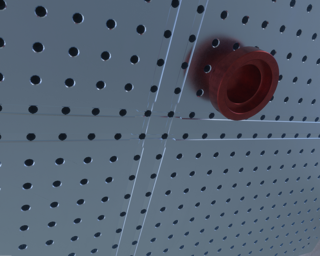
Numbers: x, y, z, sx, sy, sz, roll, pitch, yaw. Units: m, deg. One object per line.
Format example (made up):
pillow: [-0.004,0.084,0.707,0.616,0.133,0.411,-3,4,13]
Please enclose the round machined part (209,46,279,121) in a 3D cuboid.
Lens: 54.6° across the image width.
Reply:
round machined part: [0.108,-0.062,0.420,0.099,0.042,0.097,-14,124,-21]
